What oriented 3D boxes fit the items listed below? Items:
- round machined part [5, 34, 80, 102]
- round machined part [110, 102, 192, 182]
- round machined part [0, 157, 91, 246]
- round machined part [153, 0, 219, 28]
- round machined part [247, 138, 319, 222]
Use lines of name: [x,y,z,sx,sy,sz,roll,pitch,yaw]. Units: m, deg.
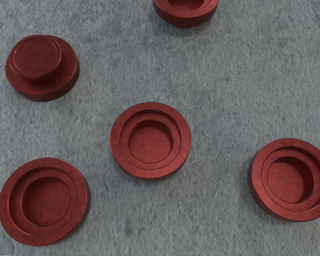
round machined part: [-0.166,-0.089,0.430,0.099,0.042,0.098,0,70,-1]
round machined part: [-0.011,0.020,0.392,0.099,0.042,0.098,0,70,-1]
round machined part: [-0.131,0.087,0.366,0.099,0.042,0.098,0,70,-1]
round machined part: [0.038,-0.193,0.470,0.099,0.042,0.098,0,70,-1]
round machined part: [0.155,0.065,0.377,0.099,0.042,0.098,0,70,-1]
